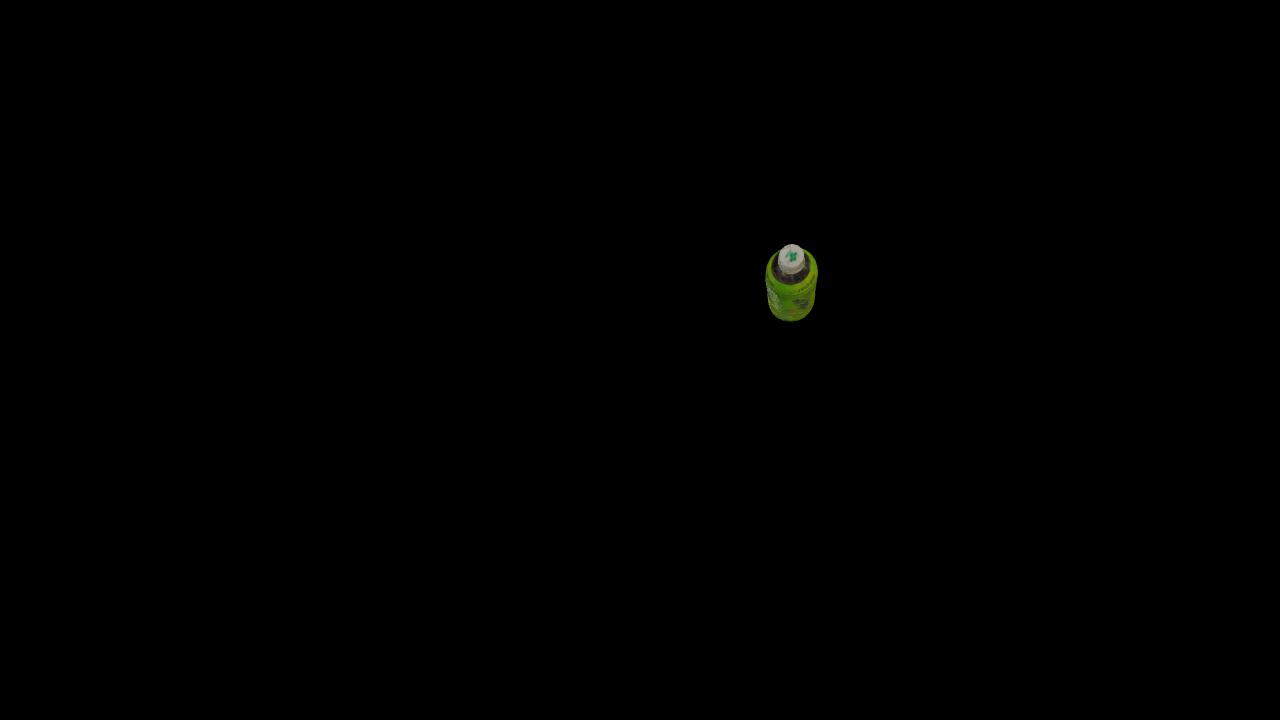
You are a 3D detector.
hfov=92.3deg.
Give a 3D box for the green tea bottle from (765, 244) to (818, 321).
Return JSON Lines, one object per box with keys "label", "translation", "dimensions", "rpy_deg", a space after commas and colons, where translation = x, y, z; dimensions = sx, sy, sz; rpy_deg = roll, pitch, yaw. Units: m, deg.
{"label": "green tea bottle", "translation": [0.209, -0.110, 0.851], "dimensions": [0.073, 0.073, 0.212], "rpy_deg": [0, -12, 14]}
